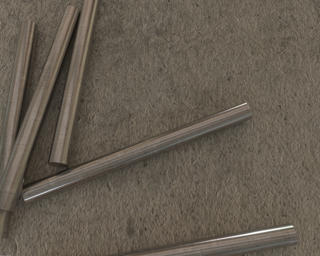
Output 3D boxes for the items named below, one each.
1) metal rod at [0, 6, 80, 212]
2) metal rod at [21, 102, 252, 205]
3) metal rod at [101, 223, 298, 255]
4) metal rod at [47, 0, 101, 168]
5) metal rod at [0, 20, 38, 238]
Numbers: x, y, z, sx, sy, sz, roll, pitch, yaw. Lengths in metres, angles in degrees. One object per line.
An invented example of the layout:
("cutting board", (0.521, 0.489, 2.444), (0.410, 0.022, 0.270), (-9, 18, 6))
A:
("metal rod", (-0.155, -0.042, 0.410), (0.025, 0.025, 0.299), (8, 66, 3))
("metal rod", (-0.023, 0.029, 0.397), (0.302, 0.025, 0.025), (-20, 72, -8))
("metal rod", (0.006, 0.147, 0.354), (0.302, 0.025, 0.025), (-9, 70, -4))
("metal rod", (-0.113, -0.093, 0.434), (0.025, 0.025, 0.299), (4, 68, 1))
("metal rod", (-0.193, -0.012, 0.411), (0.025, 0.025, 0.299), (-1, 70, 0))
